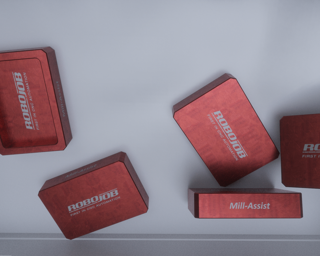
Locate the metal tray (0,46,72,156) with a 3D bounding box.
[{"bbox_3d":[-0.171,-0.033,0.394,0.091,0.030,0.129,-5,110,1],"label":"metal tray"}]

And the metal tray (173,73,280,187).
[{"bbox_3d":[0.087,0.005,0.412,0.090,0.030,0.130,-32,107,10],"label":"metal tray"}]

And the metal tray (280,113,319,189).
[{"bbox_3d":[0.214,0.027,0.367,0.130,0.030,0.089,-4,82,37],"label":"metal tray"}]

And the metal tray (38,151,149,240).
[{"bbox_3d":[-0.092,0.098,0.444,0.130,0.030,0.090,-22,109,7],"label":"metal tray"}]

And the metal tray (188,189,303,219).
[{"bbox_3d":[0.106,0.098,0.412,0.131,0.090,0.030,0,83,-1],"label":"metal tray"}]
